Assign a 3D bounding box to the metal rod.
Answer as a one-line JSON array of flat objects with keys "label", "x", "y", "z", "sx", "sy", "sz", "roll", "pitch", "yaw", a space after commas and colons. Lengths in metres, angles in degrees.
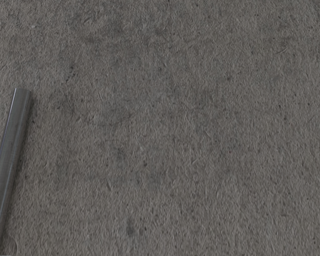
[{"label": "metal rod", "x": -0.196, "y": 0.091, "z": 0.373, "sx": 0.025, "sy": 0.025, "sz": 0.299, "roll": 3, "pitch": 70, "yaw": 1}]
